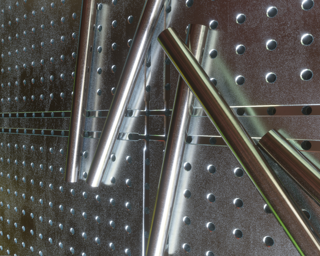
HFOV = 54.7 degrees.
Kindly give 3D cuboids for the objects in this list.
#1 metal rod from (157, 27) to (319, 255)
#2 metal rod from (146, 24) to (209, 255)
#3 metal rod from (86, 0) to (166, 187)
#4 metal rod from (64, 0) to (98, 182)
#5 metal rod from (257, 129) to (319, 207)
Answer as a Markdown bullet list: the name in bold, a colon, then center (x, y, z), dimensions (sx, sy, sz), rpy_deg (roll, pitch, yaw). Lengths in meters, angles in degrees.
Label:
- **metal rod**: center (0.082, 0.014, 0.321), dimensions (0.025, 0.025, 0.299), rpy_deg (-42, 71, 32)
- **metal rod**: center (0.019, 0.024, 0.391), dimensions (0.025, 0.025, 0.298), rpy_deg (17, 101, 38)
- **metal rod**: center (-0.054, -0.046, 0.451), dimensions (0.025, 0.025, 0.298), rpy_deg (33, 110, 34)
- **metal rod**: center (-0.132, -0.058, 0.514), dimensions (0.025, 0.025, 0.298), rpy_deg (12, 98, 39)
- **metal rod**: center (0.195, 0.111, 0.248), dimensions (0.300, 0.025, 0.025), rpy_deg (50, 119, 28)
